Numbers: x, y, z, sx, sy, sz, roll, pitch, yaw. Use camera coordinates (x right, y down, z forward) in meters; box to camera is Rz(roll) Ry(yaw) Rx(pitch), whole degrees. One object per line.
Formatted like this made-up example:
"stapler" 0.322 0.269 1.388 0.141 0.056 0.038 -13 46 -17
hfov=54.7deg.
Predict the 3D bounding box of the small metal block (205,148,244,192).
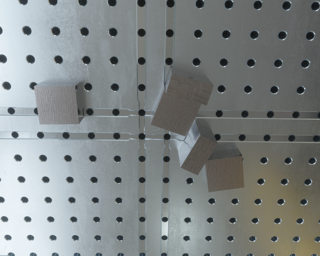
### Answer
"small metal block" 0.089 0.059 0.437 0.050 0.025 0.050 -8 110 2

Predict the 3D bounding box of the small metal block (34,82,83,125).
"small metal block" -0.129 -0.032 0.400 0.050 0.025 0.050 0 110 -1

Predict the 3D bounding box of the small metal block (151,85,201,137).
"small metal block" 0.020 -0.022 0.406 0.050 0.025 0.050 19 109 -8

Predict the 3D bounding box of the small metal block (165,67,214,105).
"small metal block" 0.034 -0.053 0.381 0.050 0.050 0.025 15 109 -6

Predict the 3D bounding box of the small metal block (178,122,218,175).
"small metal block" 0.049 0.026 0.410 0.025 0.050 0.050 26 108 -10
